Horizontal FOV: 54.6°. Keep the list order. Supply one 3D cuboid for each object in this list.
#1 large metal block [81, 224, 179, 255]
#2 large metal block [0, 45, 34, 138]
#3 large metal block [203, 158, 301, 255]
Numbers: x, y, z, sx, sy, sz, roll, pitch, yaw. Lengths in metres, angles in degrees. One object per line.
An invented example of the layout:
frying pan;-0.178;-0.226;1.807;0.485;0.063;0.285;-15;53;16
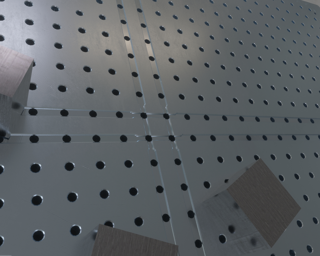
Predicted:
large metal block;-0.035;0.144;0.285;0.080;0.050;0.080;21;54;-16
large metal block;-0.177;-0.042;0.303;0.080;0.080;0.050;21;54;-16
large metal block;0.118;0.098;0.395;0.081;0.050;0.080;-30;78;-37
